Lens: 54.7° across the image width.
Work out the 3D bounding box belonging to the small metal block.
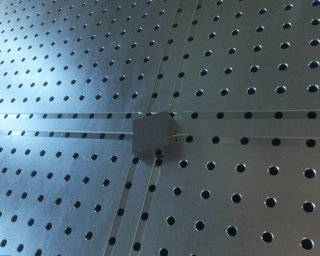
[{"bbox_3d":[-0.008,0.010,0.405,0.050,0.025,0.050,-15,56,19],"label":"small metal block"}]
